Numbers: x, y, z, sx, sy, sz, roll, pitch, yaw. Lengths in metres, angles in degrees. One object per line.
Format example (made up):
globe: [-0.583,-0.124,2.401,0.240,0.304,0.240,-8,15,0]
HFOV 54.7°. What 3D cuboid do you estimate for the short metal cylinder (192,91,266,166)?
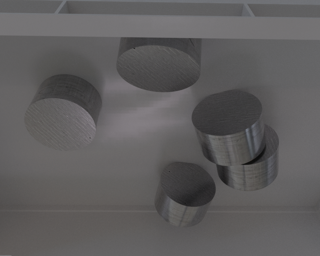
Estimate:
short metal cylinder: [0.083,-0.001,0.373,0.080,0.080,0.050,-13,129,11]

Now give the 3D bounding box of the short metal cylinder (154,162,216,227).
short metal cylinder: [0.036,0.097,0.456,0.081,0.080,0.050,8,130,-7]

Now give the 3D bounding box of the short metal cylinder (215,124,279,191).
short metal cylinder: [0.112,0.035,0.403,0.080,0.080,0.050,-10,129,8]

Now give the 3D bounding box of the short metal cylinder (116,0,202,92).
short metal cylinder: [0.000,-0.077,0.307,0.080,0.050,0.080,4,157,2]

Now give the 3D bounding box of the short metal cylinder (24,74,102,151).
short metal cylinder: [-0.115,-0.018,0.376,0.081,0.050,0.079,0,130,0]
